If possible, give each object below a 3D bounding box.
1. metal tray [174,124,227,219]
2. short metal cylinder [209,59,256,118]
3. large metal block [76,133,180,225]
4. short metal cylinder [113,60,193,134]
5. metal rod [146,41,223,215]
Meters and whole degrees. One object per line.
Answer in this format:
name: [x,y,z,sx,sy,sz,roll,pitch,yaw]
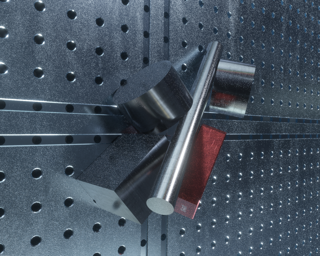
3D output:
metal tray: [0.047,0.061,0.396,0.130,0.030,0.090,83,31,-67]
short metal cylinder: [0.107,-0.058,0.459,0.080,0.050,0.080,12,91,-78]
large metal block: [-0.033,0.052,0.347,0.080,0.080,0.050,-47,119,-30]
short metal cylinder: [-0.008,-0.036,0.368,0.080,0.080,0.050,-51,121,-28]
metal rod: [0.043,-0.028,0.378,0.025,0.025,0.301,54,37,-26]
